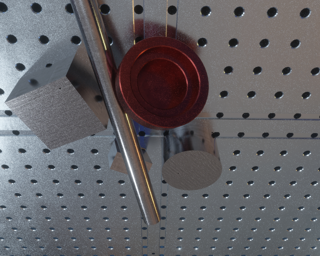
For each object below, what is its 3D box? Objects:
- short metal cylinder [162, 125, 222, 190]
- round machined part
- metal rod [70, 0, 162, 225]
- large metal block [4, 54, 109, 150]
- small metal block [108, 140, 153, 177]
[{"bbox_3d":[0.042,0.042,0.432,0.081,0.050,0.079,0,130,0],"label":"short metal cylinder"},{"bbox_3d":[0.000,-0.046,0.338,0.099,0.098,0.042,19,166,-16],"label":"round machined part"},{"bbox_3d":[-0.044,-0.005,0.361,0.025,0.025,0.298,-11,116,8],"label":"metal rod"},{"bbox_3d":[-0.116,-0.029,0.369,0.080,0.050,0.080,-20,128,15],"label":"large metal block"},{"bbox_3d":[-0.043,0.043,0.428,0.050,0.050,0.025,21,100,-17],"label":"small metal block"}]
